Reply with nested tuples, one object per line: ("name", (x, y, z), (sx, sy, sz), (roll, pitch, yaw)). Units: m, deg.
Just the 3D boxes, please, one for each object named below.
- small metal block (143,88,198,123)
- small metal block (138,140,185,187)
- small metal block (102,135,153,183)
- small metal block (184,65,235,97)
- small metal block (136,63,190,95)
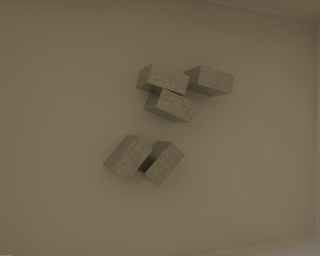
("small metal block", (0.013, -0.028, 0.403), (0.050, 0.050, 0.025), (23, 82, -19))
("small metal block", (-0.002, 0.044, 0.398), (0.025, 0.050, 0.050), (46, 76, -15))
("small metal block", (-0.041, 0.036, 0.383), (0.025, 0.050, 0.050), (42, 77, -16))
("small metal block", (0.064, -0.063, 0.422), (0.050, 0.050, 0.025), (13, 86, -20))
("small metal block", (0.002, -0.059, 0.399), (0.050, 0.050, 0.025), (16, 85, -20))
